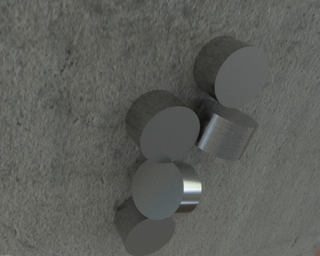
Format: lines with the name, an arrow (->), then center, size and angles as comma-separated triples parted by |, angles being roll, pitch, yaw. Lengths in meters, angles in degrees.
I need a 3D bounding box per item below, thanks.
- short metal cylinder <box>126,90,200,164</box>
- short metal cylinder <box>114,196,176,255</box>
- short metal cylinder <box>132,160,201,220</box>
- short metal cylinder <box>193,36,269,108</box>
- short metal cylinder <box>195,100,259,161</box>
short metal cylinder -> 0.003, -0.002, 0.393 | 0.081, 0.050, 0.079 | -14, 124, -21
short metal cylinder -> -0.024, 0.146, 0.470 | 0.081, 0.050, 0.079 | -14, 125, -21
short metal cylinder -> 0.009, 0.082, 0.421 | 0.080, 0.080, 0.050 | -55, 147, 11
short metal cylinder -> 0.090, -0.072, 0.397 | 0.081, 0.050, 0.079 | -14, 124, -21
short metal cylinder -> 0.085, 0.002, 0.421 | 0.081, 0.080, 0.050 | 8, 114, -32
